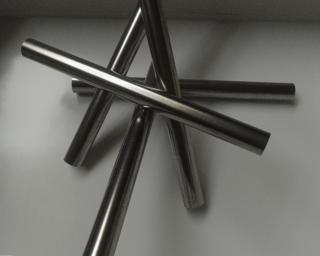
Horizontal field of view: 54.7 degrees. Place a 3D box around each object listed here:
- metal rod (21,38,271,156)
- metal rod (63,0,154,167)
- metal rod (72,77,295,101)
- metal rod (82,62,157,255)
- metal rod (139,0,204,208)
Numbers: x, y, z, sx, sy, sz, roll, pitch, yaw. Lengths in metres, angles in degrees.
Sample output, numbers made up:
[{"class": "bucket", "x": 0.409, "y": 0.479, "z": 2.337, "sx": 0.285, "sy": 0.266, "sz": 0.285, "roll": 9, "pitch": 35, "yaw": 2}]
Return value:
[{"class": "metal rod", "x": -0.028, "y": -0.041, "z": 0.346, "sx": 0.301, "sy": 0.025, "sz": 0.025, "roll": 23, "pitch": 72, "yaw": 14}, {"class": "metal rod", "x": -0.044, "y": -0.088, "z": 0.378, "sx": 0.025, "sy": 0.025, "sz": 0.299, "roll": 28, "pitch": 96, "yaw": 9}, {"class": "metal rod", "x": 0.032, "y": -0.056, "z": 0.430, "sx": 0.302, "sy": 0.025, "sz": 0.025, "roll": 2, "pitch": 70, "yaw": 0}, {"class": "metal rod", "x": -0.028, "y": 0.020, "z": 0.328, "sx": 0.025, "sy": 0.025, "sz": 0.300, "roll": 12, "pitch": 50, "yaw": 4}, {"class": "metal rod", "x": 0.010, "y": -0.051, "z": 0.358, "sx": 0.025, "sy": 0.025, "sz": 0.298, "roll": -13, "pitch": 98, "yaw": -5}]
